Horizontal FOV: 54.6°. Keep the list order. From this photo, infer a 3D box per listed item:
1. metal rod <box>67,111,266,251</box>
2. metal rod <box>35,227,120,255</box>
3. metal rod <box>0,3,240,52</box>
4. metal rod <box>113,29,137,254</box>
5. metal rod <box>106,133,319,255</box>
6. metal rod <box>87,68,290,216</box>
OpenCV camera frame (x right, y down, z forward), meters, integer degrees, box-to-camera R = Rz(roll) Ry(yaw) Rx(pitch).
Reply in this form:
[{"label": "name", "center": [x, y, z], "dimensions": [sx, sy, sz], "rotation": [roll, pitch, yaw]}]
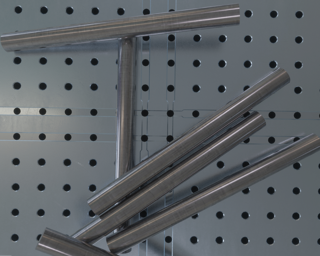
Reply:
[{"label": "metal rod", "center": [0.008, 0.069, 0.395], "dimensions": [0.301, 0.025, 0.025], "rotation": [-33, 90, -7]}, {"label": "metal rod", "center": [-0.002, 0.189, 0.379], "dimensions": [0.301, 0.025, 0.025], "rotation": [27, 90, -14]}, {"label": "metal rod", "center": [-0.056, -0.124, 0.388], "dimensions": [0.301, 0.025, 0.025], "rotation": [-4, 90, 9]}, {"label": "metal rod", "center": [-0.046, 0.013, 0.413], "dimensions": [0.025, 0.025, 0.298], "rotation": [2, 90, 0]}, {"label": "metal rod", "center": [0.074, 0.083, 0.400], "dimensions": [0.301, 0.025, 0.025], "rotation": [-26, 90, -6]}, {"label": "metal rod", "center": [0.041, 0.014, 0.398], "dimensions": [0.301, 0.025, 0.025], "rotation": [-34, 90, -6]}]
